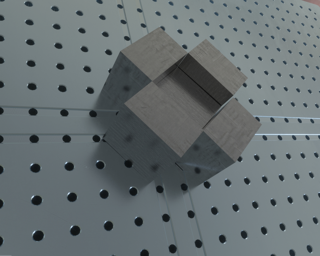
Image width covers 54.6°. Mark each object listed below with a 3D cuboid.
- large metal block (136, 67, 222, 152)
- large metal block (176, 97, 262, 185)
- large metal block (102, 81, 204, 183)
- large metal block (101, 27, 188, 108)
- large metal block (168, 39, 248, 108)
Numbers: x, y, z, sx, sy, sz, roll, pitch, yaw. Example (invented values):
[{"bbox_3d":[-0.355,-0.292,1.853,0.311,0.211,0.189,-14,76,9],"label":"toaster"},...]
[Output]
[{"bbox_3d":[0.021,-0.022,0.415,0.080,0.050,0.080,43,53,3],"label":"large metal block"},{"bbox_3d":[0.073,0.018,0.402,0.050,0.080,0.080,45,51,3],"label":"large metal block"},{"bbox_3d":[-0.011,0.007,0.362,0.080,0.080,0.050,44,51,1],"label":"large metal block"},{"bbox_3d":[-0.021,-0.073,0.406,0.050,0.080,0.080,44,51,2],"label":"large metal block"},{"bbox_3d":[0.062,-0.065,0.445,0.080,0.080,0.050,44,51,1],"label":"large metal block"}]
